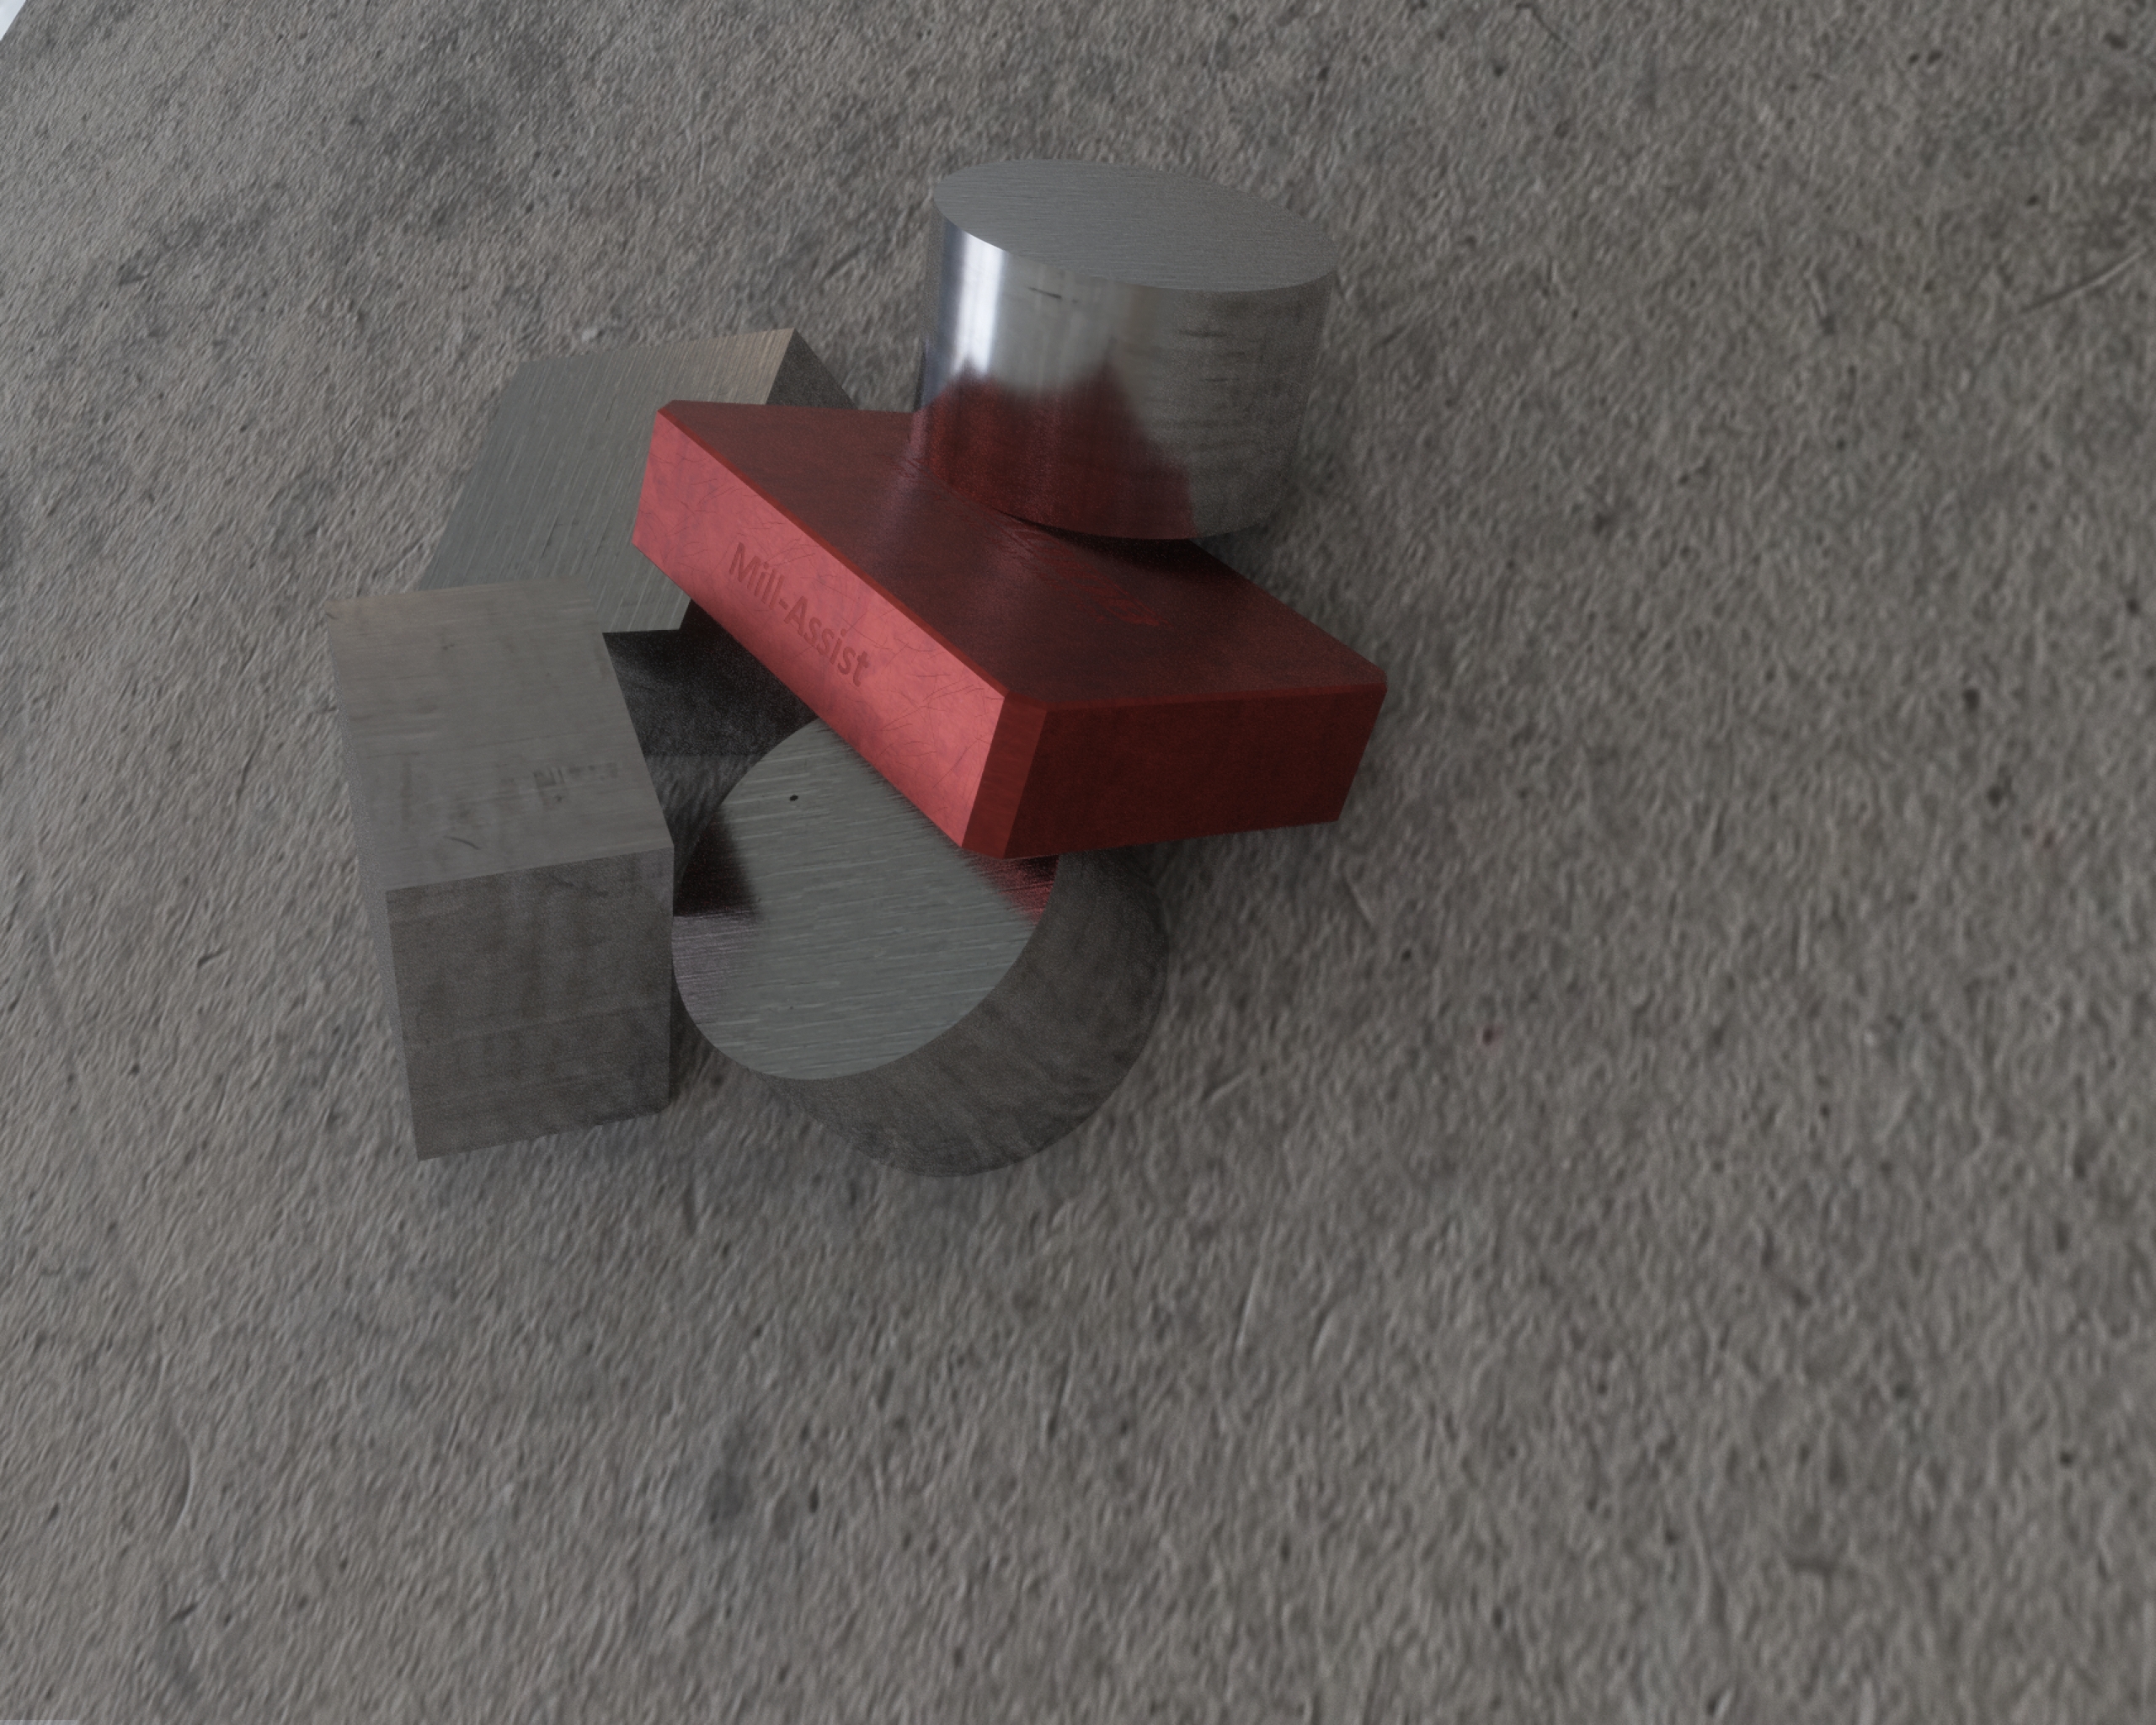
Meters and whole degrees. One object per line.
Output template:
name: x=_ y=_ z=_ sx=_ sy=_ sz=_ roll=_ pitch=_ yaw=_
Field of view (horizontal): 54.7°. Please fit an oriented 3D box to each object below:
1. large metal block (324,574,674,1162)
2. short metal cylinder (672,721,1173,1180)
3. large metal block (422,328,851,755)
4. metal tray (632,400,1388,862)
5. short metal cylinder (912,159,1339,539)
large metal block: x=-0.117 y=0.000 z=0.422 sx=0.050 sy=0.079 sz=0.080 roll=-10 pitch=49 yaw=-21
short metal cylinder: x=-0.029 y=0.014 z=0.397 sx=0.080 sy=0.050 sz=0.080 roll=-13 pitch=56 yaw=21
large metal block: x=-0.097 y=-0.072 z=0.481 sx=0.080 sy=0.050 sz=0.080 roll=1 pitch=62 yaw=28
metal tray: x=-0.016 y=-0.049 z=0.404 sx=0.130 sy=0.091 sz=0.030 roll=41 pitch=125 yaw=39
short metal cylinder: x=0.008 y=-0.106 z=0.425 sx=0.081 sy=0.050 sz=0.080 roll=7 pitch=33 yaw=-4
